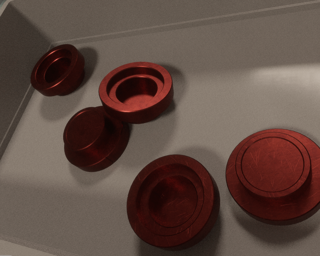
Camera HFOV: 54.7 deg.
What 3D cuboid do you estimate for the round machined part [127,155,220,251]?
[{"bbox_3d":[0.017,0.081,0.335,0.098,0.042,0.098,-13,56,20],"label":"round machined part"}]

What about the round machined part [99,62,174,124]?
[{"bbox_3d":[-0.030,-0.044,0.423,0.099,0.042,0.098,-4,49,5],"label":"round machined part"}]

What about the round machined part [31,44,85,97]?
[{"bbox_3d":[-0.172,-0.095,0.541,0.098,0.042,0.098,-13,56,20],"label":"round machined part"}]

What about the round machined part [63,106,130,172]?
[{"bbox_3d":[-0.096,0.009,0.438,0.098,0.042,0.098,-13,56,20],"label":"round machined part"}]

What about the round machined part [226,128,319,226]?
[{"bbox_3d":[0.114,0.043,0.308,0.098,0.042,0.098,-13,56,20],"label":"round machined part"}]
